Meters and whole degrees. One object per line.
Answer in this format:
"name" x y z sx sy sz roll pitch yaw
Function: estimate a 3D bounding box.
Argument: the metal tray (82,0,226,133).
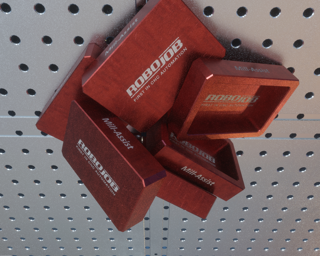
"metal tray" -0.007 -0.066 0.327 0.130 0.030 0.090 -44 122 14

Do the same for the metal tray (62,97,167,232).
"metal tray" -0.058 0.037 0.343 0.030 0.130 0.089 -20 145 -42

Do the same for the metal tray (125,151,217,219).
"metal tray" 0.002 0.066 0.405 0.090 0.130 0.030 31 85 -24

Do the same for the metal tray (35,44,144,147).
"metal tray" -0.082 -0.028 0.384 0.090 0.030 0.129 31 124 -25

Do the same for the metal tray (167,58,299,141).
"metal tray" 0.083 -0.029 0.352 0.131 0.030 0.089 -2 135 -29

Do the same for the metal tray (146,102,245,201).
"metal tray" 0.044 0.026 0.390 0.130 0.090 0.030 31 123 -24
